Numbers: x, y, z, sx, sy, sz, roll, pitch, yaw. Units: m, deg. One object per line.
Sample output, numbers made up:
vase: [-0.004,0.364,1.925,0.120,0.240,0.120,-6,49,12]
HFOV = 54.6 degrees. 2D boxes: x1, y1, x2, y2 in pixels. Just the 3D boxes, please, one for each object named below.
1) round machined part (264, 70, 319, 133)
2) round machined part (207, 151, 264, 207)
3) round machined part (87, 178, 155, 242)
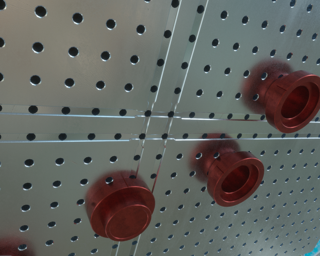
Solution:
round machined part: [0.203,-0.044,0.483,0.099,0.042,0.097,-14,124,-21]
round machined part: [0.119,0.079,0.513,0.099,0.042,0.097,-14,124,-21]
round machined part: [-0.051,0.124,0.448,0.099,0.042,0.097,-14,124,-21]
